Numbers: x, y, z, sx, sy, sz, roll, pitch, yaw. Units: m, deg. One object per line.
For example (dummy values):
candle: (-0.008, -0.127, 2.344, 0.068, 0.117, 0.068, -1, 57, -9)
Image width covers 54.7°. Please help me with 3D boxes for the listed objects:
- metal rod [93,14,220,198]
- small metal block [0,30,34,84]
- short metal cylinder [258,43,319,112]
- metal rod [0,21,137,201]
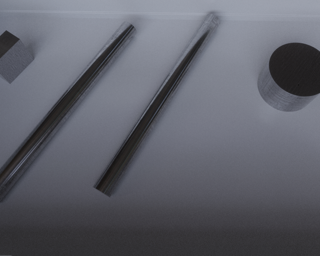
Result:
metal rod: (0.004, -0.042, 0.425, 0.025, 0.025, 0.300, 29, 72, 10)
small metal block: (-0.210, -0.097, 0.429, 0.025, 0.050, 0.050, 33, 73, 11)
short metal cylinder: (0.181, -0.068, 0.424, 0.081, 0.050, 0.080, 0, 70, 0)
metal rod: (-0.127, -0.032, 0.419, 0.025, 0.025, 0.300, 31, 73, 10)
